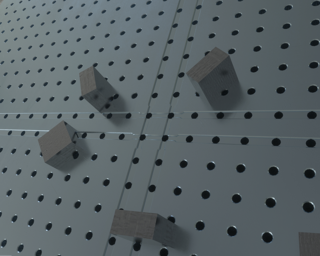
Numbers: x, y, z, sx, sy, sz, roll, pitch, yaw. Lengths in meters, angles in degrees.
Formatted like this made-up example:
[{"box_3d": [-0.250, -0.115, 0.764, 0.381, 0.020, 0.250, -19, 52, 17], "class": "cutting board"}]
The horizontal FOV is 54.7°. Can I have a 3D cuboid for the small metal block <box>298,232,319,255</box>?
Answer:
[{"box_3d": [0.146, 0.117, 0.260, 0.050, 0.025, 0.050, -5, 60, 25], "class": "small metal block"}]

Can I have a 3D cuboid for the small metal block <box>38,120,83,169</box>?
[{"box_3d": [-0.152, 0.025, 0.471, 0.050, 0.025, 0.050, -37, 51, 3], "class": "small metal block"}]

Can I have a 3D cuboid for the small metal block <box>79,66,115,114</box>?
[{"box_3d": [-0.097, -0.059, 0.477, 0.025, 0.050, 0.050, -26, 53, 12], "class": "small metal block"}]

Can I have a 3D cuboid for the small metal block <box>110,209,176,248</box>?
[{"box_3d": [-0.017, 0.109, 0.333, 0.050, 0.050, 0.025, -2, 61, 27], "class": "small metal block"}]

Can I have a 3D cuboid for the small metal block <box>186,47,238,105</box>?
[{"box_3d": [0.068, -0.066, 0.396, 0.050, 0.050, 0.025, -42, 51, -1], "class": "small metal block"}]
